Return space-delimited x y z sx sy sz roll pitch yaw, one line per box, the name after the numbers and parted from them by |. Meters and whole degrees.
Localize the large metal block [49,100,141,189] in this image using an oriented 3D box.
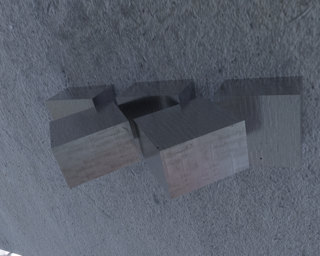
-0.077 0.014 0.356 0.081 0.080 0.050 -21 116 -13 | large metal block

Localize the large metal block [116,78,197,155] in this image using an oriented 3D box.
0.002 -0.013 0.382 0.080 0.050 0.079 1 119 27 | large metal block

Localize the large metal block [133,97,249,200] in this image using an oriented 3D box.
0.028 0.014 0.304 0.080 0.081 0.050 -135 29 -61 | large metal block

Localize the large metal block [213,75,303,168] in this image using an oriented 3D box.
0.108 -0.008 0.331 0.080 0.050 0.079 2 119 27 | large metal block

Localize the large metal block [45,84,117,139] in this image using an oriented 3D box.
-0.100 -0.013 0.435 0.080 0.050 0.080 0 119 27 | large metal block
